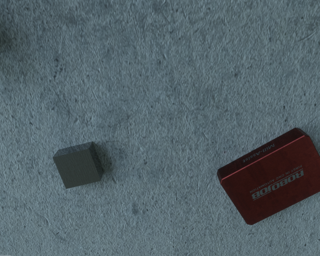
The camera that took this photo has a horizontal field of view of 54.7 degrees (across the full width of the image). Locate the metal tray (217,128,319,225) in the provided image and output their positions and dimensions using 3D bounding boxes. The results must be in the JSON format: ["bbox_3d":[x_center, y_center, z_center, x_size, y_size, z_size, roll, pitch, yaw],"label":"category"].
[{"bbox_3d":[0.159,0.070,0.434,0.130,0.030,0.090,-31,108,10],"label":"metal tray"}]

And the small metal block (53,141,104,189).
[{"bbox_3d":[-0.111,0.051,0.428,0.050,0.025,0.050,-14,110,5],"label":"small metal block"}]
